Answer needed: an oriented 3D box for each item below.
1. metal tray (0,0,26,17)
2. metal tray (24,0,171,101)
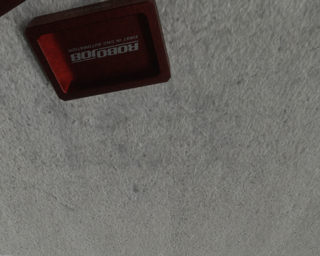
[{"bbox_3d":[-0.128,-0.163,0.263,0.130,0.030,0.090,-23,127,18],"label":"metal tray"},{"bbox_3d":[-0.061,-0.083,0.332,0.131,0.030,0.090,-10,130,7],"label":"metal tray"}]
